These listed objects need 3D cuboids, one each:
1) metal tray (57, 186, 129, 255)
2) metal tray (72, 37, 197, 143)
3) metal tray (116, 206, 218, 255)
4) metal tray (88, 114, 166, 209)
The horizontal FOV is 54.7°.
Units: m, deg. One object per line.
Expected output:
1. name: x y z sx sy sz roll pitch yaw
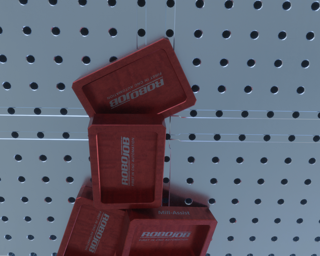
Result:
1. metal tray: -0.096 0.160 0.468 0.091 0.030 0.129 20 109 -8
2. metal tray: -0.031 -0.047 0.393 0.130 0.030 0.090 -24 109 8
3. metal tray: 0.009 0.160 0.451 0.131 0.030 0.089 7 111 -20
4. metal tray: -0.041 0.046 0.399 0.091 0.030 0.129 0 119 -5
